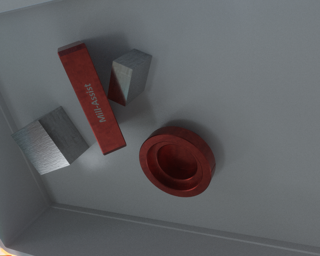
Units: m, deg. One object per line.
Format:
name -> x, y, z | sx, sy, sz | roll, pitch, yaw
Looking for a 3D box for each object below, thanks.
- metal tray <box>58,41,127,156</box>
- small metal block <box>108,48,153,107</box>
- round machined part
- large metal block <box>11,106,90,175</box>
metal tray -> -0.086, -0.040, 0.388 | 0.030, 0.090, 0.129 | -24, 112, -10
small metal block -> -0.036, -0.061, 0.372 | 0.025, 0.050, 0.050 | 25, 127, 12
round machined part -> 0.026, 0.040, 0.408 | 0.098, 0.042, 0.097 | 13, 124, 20
large metal block -> -0.175, 0.021, 0.495 | 0.080, 0.050, 0.080 | -20, 108, 35
